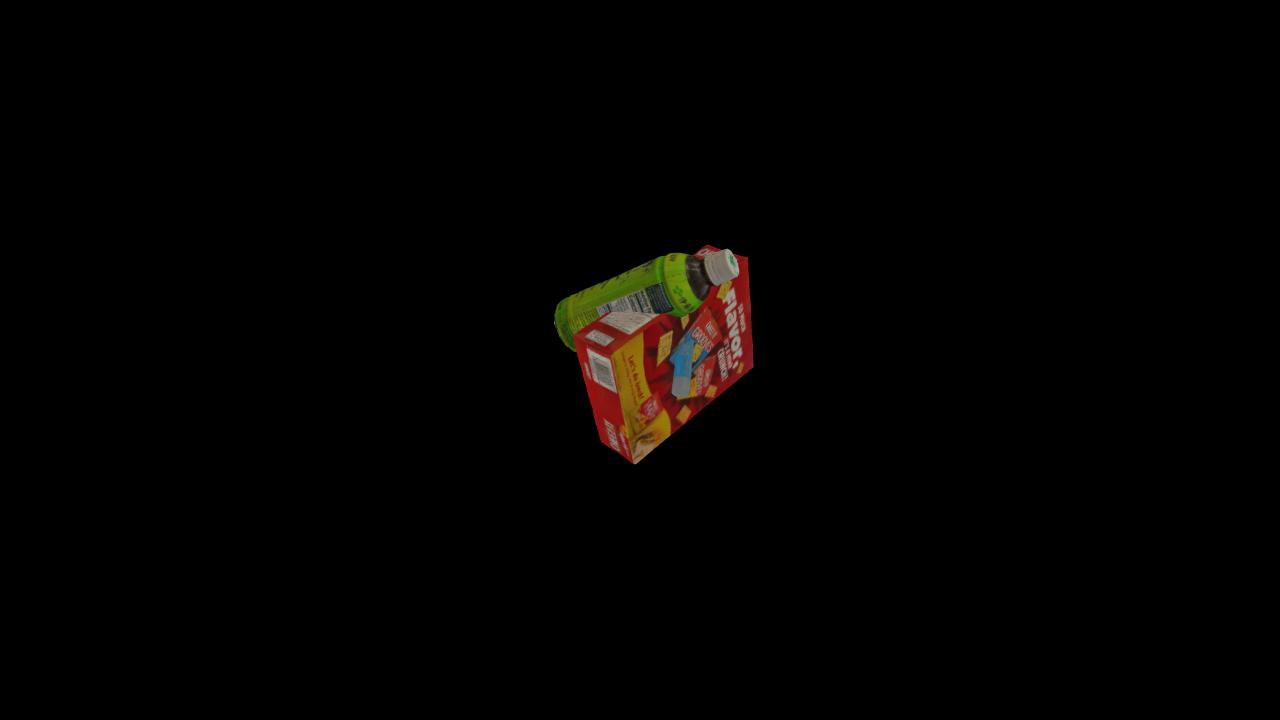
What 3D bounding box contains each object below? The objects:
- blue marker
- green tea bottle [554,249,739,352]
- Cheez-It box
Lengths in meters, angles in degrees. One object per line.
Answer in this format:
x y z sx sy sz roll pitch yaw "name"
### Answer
0.050 -0.014 0.674 0.020 0.121 0.020 6 -36 4 "blue marker"
0.007 -0.067 0.666 0.212 0.073 0.073 -17 -9 30 "green tea bottle"
0.039 -0.010 0.714 0.223 0.166 0.071 -36 45 -28 "Cheez-It box"
